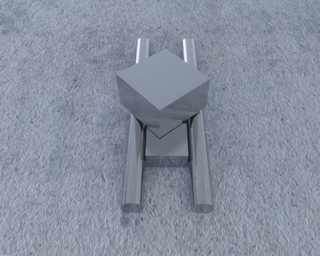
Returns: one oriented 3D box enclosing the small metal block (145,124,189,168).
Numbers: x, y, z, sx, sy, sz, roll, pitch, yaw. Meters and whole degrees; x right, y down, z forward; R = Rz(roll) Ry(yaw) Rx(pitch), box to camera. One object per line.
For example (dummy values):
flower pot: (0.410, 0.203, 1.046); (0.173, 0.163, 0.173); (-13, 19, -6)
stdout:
small metal block: (0.008, 0.021, 0.386); (0.050, 0.025, 0.050); (1, 50, 0)

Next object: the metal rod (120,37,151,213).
metal rod: (-0.029, -0.028, 0.429); (0.025, 0.025, 0.300); (1, 50, 0)

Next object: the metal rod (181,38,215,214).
metal rod: (0.047, -0.028, 0.429); (0.025, 0.025, 0.300); (1, 50, 0)

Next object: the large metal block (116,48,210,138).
large metal block: (0.004, -0.047, 0.393); (0.080, 0.050, 0.080); (-34, 58, -25)

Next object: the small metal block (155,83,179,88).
small metal block: (0.009, -0.068, 0.460); (0.050, 0.025, 0.050); (1, 50, 0)
